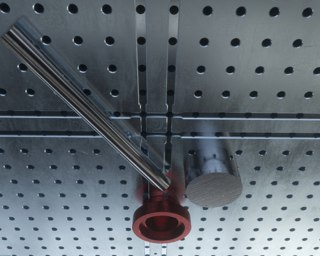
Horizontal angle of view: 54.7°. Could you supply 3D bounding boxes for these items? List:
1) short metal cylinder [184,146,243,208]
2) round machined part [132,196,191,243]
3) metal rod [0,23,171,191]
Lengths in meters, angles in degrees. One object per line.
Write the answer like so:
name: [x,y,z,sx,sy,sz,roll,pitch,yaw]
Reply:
short metal cylinder: [0.077,0.073,0.458,0.081,0.050,0.079,0,130,0]
round machined part: [0.003,0.154,0.532,0.099,0.042,0.097,0,130,0]
metal rod: [-0.077,-0.006,0.405,0.025,0.025,0.300,-27,126,21]
